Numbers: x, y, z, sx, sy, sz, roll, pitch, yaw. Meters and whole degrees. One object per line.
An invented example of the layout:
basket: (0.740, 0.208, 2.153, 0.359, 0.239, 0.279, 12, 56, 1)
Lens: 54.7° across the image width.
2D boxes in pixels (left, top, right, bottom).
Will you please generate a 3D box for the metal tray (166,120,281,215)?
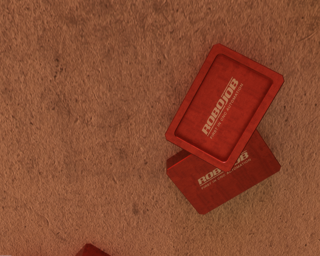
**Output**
metal tray: (0.085, 0.051, 0.427, 0.130, 0.030, 0.090, -34, 107, 11)

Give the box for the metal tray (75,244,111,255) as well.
metal tray: (-0.091, 0.255, 0.500, 0.130, 0.030, 0.090, 37, 106, -13)

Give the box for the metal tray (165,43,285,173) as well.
metal tray: (0.075, -0.024, 0.376, 0.090, 0.030, 0.129, 29, 99, 6)
